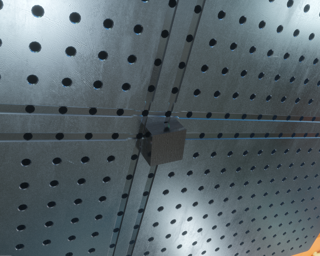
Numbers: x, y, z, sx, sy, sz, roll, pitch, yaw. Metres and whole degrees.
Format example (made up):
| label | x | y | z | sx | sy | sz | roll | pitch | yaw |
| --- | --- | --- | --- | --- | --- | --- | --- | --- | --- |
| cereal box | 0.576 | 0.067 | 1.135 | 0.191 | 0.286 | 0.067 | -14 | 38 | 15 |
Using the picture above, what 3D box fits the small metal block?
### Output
| label | x | y | z | sx | sy | sz | roll | pitch | yaw |
| --- | --- | --- | --- | --- | --- | --- | --- | --- | --- |
| small metal block | 0.006 | 0.021 | 0.430 | 0.050 | 0.025 | 0.050 | -9 | 123 | -24 |
